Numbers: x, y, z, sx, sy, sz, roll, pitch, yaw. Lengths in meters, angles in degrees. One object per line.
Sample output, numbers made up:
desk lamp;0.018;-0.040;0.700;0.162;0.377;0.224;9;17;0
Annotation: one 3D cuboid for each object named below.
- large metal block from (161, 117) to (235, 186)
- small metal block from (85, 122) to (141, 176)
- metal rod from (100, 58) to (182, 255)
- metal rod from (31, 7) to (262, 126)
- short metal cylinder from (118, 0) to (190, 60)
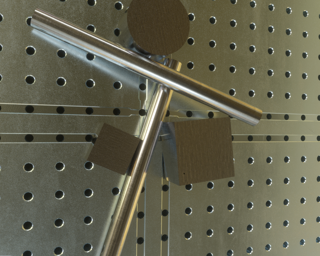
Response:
large metal block;0.050;0.028;0.419;0.081;0.050;0.079;-6;92;-20
small metal block;-0.060;0.026;0.391;0.050;0.025;0.050;26;81;-19
metal rod;-0.028;0.052;0.403;0.025;0.025;0.299;20;83;-19
metal rod;-0.008;-0.071;0.387;0.302;0.025;0.025;23;82;-10
short metal cylinder;-0.009;-0.128;0.397;0.081;0.050;0.079;0;90;-20
